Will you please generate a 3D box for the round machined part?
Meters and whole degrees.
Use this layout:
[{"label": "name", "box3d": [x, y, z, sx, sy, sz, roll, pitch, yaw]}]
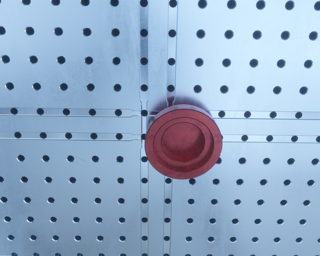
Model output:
[{"label": "round machined part", "box3d": [0.030, 0.015, 0.410, 0.099, 0.042, 0.097, 0, 110, 0]}]
